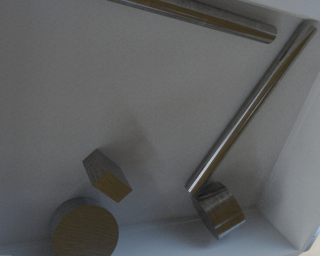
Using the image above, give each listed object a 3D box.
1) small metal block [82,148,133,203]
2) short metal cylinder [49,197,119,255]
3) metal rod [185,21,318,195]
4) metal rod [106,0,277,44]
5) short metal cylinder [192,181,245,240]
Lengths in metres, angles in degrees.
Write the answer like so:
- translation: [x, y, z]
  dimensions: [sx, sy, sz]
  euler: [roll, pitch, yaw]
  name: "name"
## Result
- translation: [-0.067, 0.061, 0.395]
  dimensions: [0.025, 0.050, 0.050]
  euler: [-42, 130, 0]
  name: "small metal block"
- translation: [-0.100, 0.134, 0.401]
  dimensions: [0.081, 0.050, 0.079]
  euler: [0, 90, -25]
  name: "short metal cylinder"
- translation: [0.131, -0.022, 0.469]
  dimensions: [0.025, 0.025, 0.299]
  euler: [24, 105, -37]
  name: "metal rod"
- translation: [0.016, -0.132, 0.336]
  dimensions: [0.303, 0.025, 0.025]
  euler: [3, 117, -30]
  name: "metal rod"
- translation: [0.095, 0.135, 0.511]
  dimensions: [0.050, 0.080, 0.080]
  euler: [-29, 129, -10]
  name: "short metal cylinder"
